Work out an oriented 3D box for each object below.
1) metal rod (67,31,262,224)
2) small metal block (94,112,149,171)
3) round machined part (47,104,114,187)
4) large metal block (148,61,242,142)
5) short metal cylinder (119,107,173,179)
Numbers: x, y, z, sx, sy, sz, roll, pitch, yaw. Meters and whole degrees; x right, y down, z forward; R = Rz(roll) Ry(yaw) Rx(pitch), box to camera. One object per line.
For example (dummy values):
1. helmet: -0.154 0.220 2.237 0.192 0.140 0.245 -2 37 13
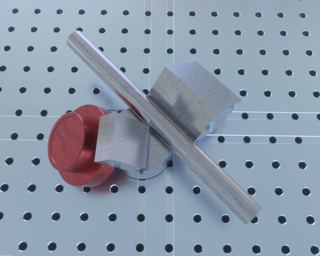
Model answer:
1. metal rod: -0.006 -0.011 0.359 0.025 0.025 0.300 -42 75 -14
2. small metal block: -0.040 0.016 0.333 0.025 0.050 0.050 -13 65 38
3. round machined part: -0.094 0.019 0.364 0.098 0.042 0.098 -12 70 36
4. large metal block: 0.043 -0.035 0.385 0.080 0.050 0.080 44 33 14
5. short metal cylinder: -0.024 0.020 0.387 0.081 0.050 0.080 0 70 0
